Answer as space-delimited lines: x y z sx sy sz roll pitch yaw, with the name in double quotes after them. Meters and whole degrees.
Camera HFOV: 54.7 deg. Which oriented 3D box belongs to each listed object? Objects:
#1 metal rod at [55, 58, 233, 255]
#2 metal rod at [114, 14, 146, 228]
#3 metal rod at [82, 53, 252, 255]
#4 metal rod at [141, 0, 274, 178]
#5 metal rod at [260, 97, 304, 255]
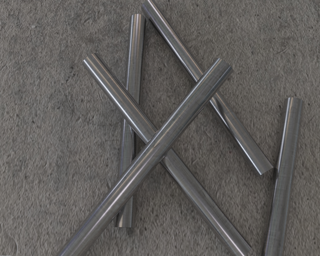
-0.021 0.044 0.352 0.025 0.025 0.300 39 89 13 "metal rod"
-0.038 -0.023 0.416 0.025 0.025 0.299 2 70 0 "metal rod"
0.003 0.028 0.378 0.025 0.025 0.300 -37 81 -12 "metal rod"
0.057 -0.066 0.432 0.025 0.025 0.299 -29 73 -10 "metal rod"
0.142 0.100 0.372 0.025 0.025 0.299 15 71 5 "metal rod"
